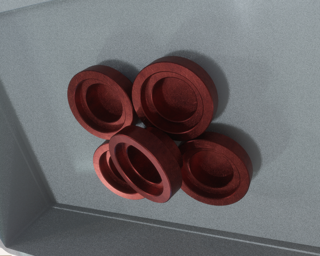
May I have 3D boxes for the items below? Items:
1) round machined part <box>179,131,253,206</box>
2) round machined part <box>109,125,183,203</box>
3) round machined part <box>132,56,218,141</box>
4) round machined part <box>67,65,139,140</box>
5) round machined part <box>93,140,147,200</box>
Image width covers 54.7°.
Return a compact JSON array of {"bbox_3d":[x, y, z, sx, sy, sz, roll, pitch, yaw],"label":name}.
[{"bbox_3d":[0.066,0.046,0.388,0.098,0.042,0.097,13,124,20],"label":"round machined part"},{"bbox_3d":[-0.012,0.037,0.368,0.098,0.042,0.097,30,141,28],"label":"round machined part"},{"bbox_3d":[0.020,-0.037,0.361,0.098,0.042,0.097,13,124,20],"label":"round machined part"},{"bbox_3d":[-0.068,-0.036,0.407,0.098,0.042,0.097,13,124,20],"label":"round machined part"},{"bbox_3d":[-0.044,0.053,0.450,0.098,0.042,0.097,13,124,20],"label":"round machined part"}]
